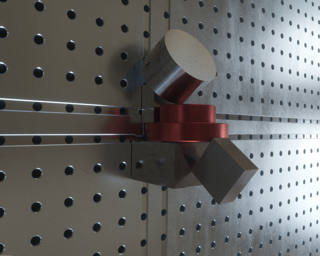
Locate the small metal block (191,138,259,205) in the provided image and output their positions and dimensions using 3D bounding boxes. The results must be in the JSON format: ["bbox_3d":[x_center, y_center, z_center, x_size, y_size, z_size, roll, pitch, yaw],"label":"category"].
[{"bbox_3d":[0.068,0.046,0.334,0.025,0.050,0.050,2,127,-41],"label":"small metal block"}]

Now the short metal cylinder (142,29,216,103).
[{"bbox_3d":[0.024,-0.077,0.393,0.080,0.050,0.080,23,47,-27],"label":"short metal cylinder"}]

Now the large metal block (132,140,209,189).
[{"bbox_3d":[0.021,0.042,0.392,0.081,0.080,0.050,1,90,-40],"label":"large metal block"}]

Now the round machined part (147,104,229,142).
[{"bbox_3d":[0.034,-0.006,0.378,0.099,0.098,0.042,1,90,-40],"label":"round machined part"}]

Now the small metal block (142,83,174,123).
[{"bbox_3d":[0.004,-0.031,0.413,0.050,0.025,0.050,1,90,-40],"label":"small metal block"}]
